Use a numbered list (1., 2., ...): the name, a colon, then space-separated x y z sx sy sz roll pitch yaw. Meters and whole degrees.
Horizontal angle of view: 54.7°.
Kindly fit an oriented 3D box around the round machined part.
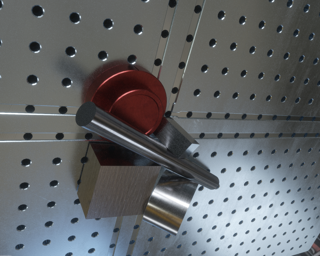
1. round machined part: -0.035 -0.022 0.368 0.099 0.042 0.097 -14 125 -21

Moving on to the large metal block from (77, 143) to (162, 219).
1. large metal block: -0.055 0.068 0.405 0.081 0.050 0.079 5 116 -31

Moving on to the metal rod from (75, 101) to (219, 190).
1. metal rod: 0.010 0.039 0.400 0.025 0.025 0.301 -49 142 6

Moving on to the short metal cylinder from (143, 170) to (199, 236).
1. short metal cylinder: 0.016 0.106 0.444 0.080 0.050 0.080 22 92 -79

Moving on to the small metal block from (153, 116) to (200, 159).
1. small metal block: 0.021 0.013 0.404 0.025 0.050 0.050 -48 164 9
